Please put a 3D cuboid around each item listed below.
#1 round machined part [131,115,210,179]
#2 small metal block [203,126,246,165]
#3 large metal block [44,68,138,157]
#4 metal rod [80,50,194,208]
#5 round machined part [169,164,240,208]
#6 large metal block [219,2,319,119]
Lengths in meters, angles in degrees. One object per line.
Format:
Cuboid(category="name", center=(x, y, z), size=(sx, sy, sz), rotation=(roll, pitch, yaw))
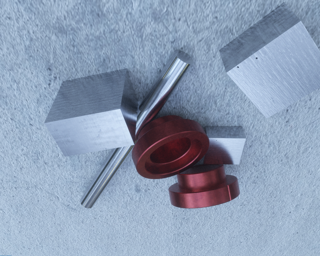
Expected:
Cuboid(category="round machined part", center=(0.010, 0.021, 0.399), size=(0.099, 0.042, 0.097), rotation=(-17, 144, -12))
Cuboid(category="small metal block", center=(0.086, 0.024, 0.429), size=(0.050, 0.025, 0.050), rotation=(1, 130, -1))
Cuboid(category="large metal block", center=(-0.072, -0.019, 0.354), size=(0.080, 0.080, 0.050), rotation=(-10, 130, 8))
Cuboid(category="metal rod", center=(-0.046, 0.021, 0.424), size=(0.025, 0.025, 0.298), rotation=(23, 126, -19))
Cuboid(category="round machined part", center=(0.060, 0.077, 0.439), size=(0.098, 0.098, 0.042), rotation=(-10, 91, 8))
Cuboid(category="large metal block", center=(0.124, -0.069, 0.333), size=(0.080, 0.050, 0.080), rotation=(-35, 122, 25))
